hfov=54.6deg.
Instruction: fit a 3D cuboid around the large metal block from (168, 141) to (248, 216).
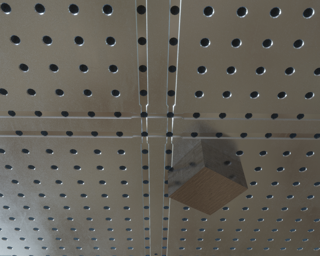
[{"bbox_3d":[0.068,0.076,0.461,0.080,0.050,0.080,29,124,-22],"label":"large metal block"}]
